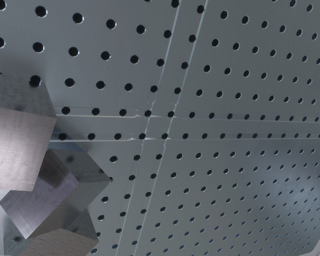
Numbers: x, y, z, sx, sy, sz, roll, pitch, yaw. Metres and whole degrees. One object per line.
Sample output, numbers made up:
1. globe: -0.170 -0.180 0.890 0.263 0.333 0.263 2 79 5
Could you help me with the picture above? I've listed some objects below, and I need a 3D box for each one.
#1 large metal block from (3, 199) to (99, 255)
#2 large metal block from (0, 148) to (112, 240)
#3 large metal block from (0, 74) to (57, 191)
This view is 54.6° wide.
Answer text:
1. large metal block: -0.143 0.148 0.408 0.080 0.050 0.080 -47 129 4
2. large metal block: -0.114 0.072 0.353 0.080 0.050 0.080 -46 164 4
3. large metal block: -0.142 0.003 0.299 0.050 0.080 0.080 12 112 -33
